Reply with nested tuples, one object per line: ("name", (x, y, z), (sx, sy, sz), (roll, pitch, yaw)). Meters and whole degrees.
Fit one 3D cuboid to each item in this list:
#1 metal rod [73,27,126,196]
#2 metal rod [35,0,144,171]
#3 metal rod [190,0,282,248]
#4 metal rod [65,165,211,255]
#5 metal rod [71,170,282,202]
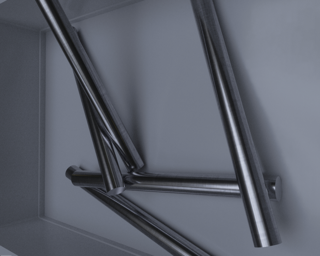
("metal rod", (-0.105, -0.042, 0.463), (0.025, 0.025, 0.299), (-41, 57, 32))
("metal rod", (-0.098, -0.075, 0.402), (0.025, 0.025, 0.299), (-16, 107, 39))
("metal rod", (0.071, -0.034, 0.326), (0.025, 0.025, 0.299), (-24, 68, 37))
("metal rod", (-0.039, 0.121, 0.436), (0.300, 0.025, 0.025), (23, 104, 37))
("metal rod", (-0.005, 0.069, 0.394), (0.300, 0.025, 0.025), (-4, 88, 35))
